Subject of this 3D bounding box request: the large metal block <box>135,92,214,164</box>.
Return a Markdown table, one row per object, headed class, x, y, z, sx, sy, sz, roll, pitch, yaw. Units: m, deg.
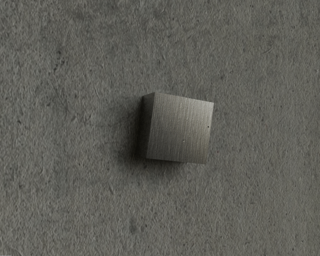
| class | x | y | z | sx | sy | sz | roll | pitch | yaw |
| --- | --- | --- | --- | --- | --- | --- | --- | --- | --- |
| large metal block | 0.018 | 0.001 | 0.405 | 0.081 | 0.050 | 0.080 | 8 | 87 | -20 |
